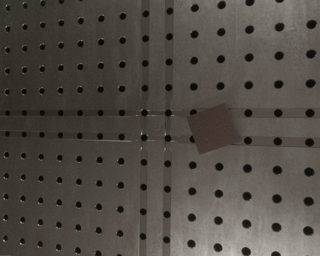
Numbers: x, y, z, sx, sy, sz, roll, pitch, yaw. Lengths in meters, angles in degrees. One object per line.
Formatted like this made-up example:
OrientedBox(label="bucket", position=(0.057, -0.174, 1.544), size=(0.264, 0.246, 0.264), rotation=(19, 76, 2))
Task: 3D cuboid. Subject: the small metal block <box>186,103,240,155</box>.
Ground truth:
OrientedBox(label="small metal block", position=(0.067, 0.001, 0.388), size=(0.050, 0.025, 0.050), rotation=(-21, 83, 18))
